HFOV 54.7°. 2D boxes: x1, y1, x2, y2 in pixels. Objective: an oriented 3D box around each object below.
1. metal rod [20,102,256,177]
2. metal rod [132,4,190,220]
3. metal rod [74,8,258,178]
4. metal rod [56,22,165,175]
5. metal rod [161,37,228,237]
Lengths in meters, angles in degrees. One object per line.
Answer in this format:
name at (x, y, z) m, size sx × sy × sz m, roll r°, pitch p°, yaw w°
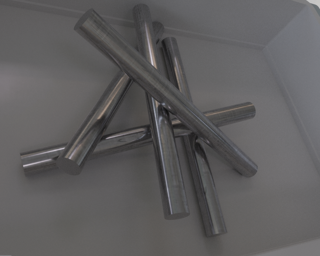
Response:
metal rod at (-0.005, 0.006, 0.376) m, size 0.303 × 0.025 × 0.025 m, roll -13°, pitch 69°, yaw -26°
metal rod at (-0.005, -0.042, 0.374) m, size 0.025 × 0.025 × 0.299 m, roll 6°, pitch 56°, yaw -25°
metal rod at (0.030, -0.018, 0.356) m, size 0.301 × 0.025 × 0.025 m, roll 38°, pitch 47°, yaw -34°
metal rod at (-0.045, -0.062, 0.394) m, size 0.025 × 0.025 × 0.301 m, roll 31°, pitch 44°, yaw -9°
metal rod at (0.041, -0.006, 0.430) m, size 0.025 × 0.025 × 0.299 m, roll 3°, pitch 60°, yaw -27°
